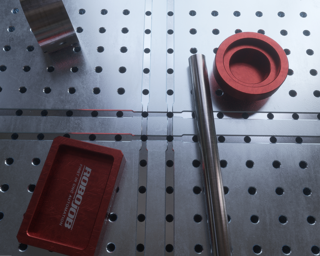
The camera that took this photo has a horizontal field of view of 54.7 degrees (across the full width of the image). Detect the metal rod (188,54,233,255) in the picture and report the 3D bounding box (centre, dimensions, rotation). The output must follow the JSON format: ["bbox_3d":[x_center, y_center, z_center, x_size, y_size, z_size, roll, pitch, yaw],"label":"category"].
[{"bbox_3d":[0.064,0.040,0.397,0.025,0.025,0.299,-4,70,-1],"label":"metal rod"}]

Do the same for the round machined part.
[{"bbox_3d":[0.123,-0.081,0.433,0.099,0.042,0.098,0,70,0],"label":"round machined part"}]

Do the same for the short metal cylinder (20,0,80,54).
[{"bbox_3d":[-0.154,-0.151,0.436,0.050,0.080,0.080,-23,72,-8],"label":"short metal cylinder"}]

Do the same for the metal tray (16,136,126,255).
[{"bbox_3d":[-0.103,0.082,0.378,0.090,0.030,0.130,13,70,4],"label":"metal tray"}]
